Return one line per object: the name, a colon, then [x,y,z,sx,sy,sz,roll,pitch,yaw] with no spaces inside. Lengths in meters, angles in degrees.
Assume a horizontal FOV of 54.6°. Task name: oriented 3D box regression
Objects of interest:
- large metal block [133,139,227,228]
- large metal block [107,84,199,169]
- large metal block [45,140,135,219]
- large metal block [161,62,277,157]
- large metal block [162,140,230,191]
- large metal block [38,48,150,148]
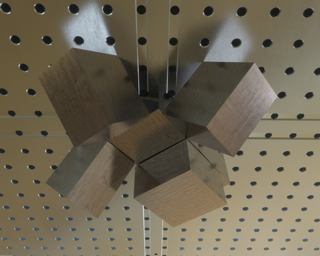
large metal block: [0.025,0.072,0.389,0.080,0.050,0.080,-31,125,22]
large metal block: [-0.008,0.005,0.399,0.080,0.050,0.080,-31,124,23]
large metal block: [-0.092,0.060,0.405,0.050,0.080,0.080,45,159,-30]
large metal block: [0.062,-0.024,0.335,0.050,0.080,0.080,45,77,-30]
large metal block: [0.041,0.055,0.441,0.080,0.050,0.080,-30,123,22]
large metal block: [-0.065,-0.032,0.327,0.050,0.080,0.080,-31,85,23]
